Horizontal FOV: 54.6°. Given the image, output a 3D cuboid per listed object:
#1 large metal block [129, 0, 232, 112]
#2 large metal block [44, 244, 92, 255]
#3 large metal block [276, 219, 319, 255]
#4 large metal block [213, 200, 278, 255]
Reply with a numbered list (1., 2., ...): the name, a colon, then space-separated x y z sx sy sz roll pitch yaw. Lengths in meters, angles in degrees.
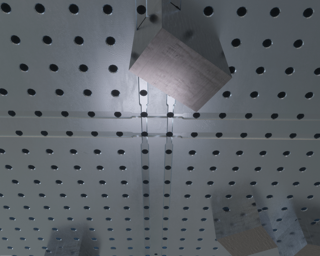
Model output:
1. large metal block: 0.019 -0.075 0.312 0.080 0.080 0.050 29 124 -23
2. large metal block: -0.185 0.288 0.638 0.080 0.050 0.080 -14 129 11
3. large metal block: 0.281 0.222 0.586 0.080 0.050 0.079 13 129 -11
4. large metal block: 0.151 0.182 0.551 0.080 0.050 0.080 -26 126 20
